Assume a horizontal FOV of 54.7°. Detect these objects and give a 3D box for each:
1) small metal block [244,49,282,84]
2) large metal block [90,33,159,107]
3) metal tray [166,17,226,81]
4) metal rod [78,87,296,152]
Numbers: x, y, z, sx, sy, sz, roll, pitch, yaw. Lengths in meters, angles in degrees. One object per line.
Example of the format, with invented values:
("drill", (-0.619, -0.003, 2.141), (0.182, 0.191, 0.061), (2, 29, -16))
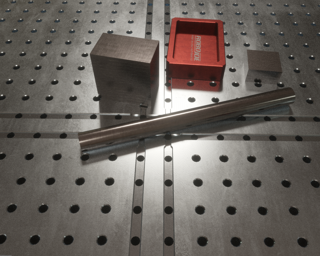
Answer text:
("small metal block", (0.162, -0.097, 0.492), (0.050, 0.025, 0.050), (6, 50, 4))
("large metal block", (-0.046, -0.082, 0.440), (0.080, 0.080, 0.050), (10, 51, 8))
("metal tray", (0.060, -0.135, 0.518), (0.091, 0.030, 0.130), (4, 50, 3))
("metal rod", (0.044, -0.014, 0.420), (0.302, 0.025, 0.025), (-13, 51, -11))
